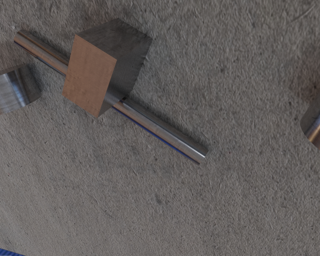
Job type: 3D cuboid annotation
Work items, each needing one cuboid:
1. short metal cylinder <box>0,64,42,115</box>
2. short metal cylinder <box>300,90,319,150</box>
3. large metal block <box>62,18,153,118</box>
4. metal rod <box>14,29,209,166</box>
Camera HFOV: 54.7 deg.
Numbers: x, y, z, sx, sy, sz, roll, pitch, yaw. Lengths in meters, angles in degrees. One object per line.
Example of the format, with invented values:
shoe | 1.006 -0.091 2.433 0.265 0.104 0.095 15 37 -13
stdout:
short metal cylinder | -0.224 -0.057 0.454 0.080 0.080 0.050 -4 117 30
short metal cylinder | 0.176 -0.008 0.274 0.080 0.080 0.050 26 128 12
large metal block | -0.060 -0.071 0.359 0.050 0.080 0.079 33 129 7
metal rod | -0.069 -0.044 0.415 0.301 0.025 0.025 33 129 6
